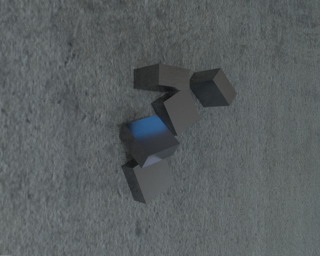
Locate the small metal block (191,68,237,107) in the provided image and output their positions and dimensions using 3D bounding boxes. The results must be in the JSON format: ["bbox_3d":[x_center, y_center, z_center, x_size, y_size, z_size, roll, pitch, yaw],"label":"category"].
[{"bbox_3d":[0.076,-0.058,0.455,0.050,0.050,0.025,50,61,-29],"label":"small metal block"}]

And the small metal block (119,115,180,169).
[{"bbox_3d":[-0.013,0.015,0.378,0.050,0.025,0.050,-19,60,-39],"label":"small metal block"}]

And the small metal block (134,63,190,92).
[{"bbox_3d":[0.002,-0.062,0.392,0.050,0.050,0.025,1,90,-40],"label":"small metal block"}]

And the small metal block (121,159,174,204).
[{"bbox_3d":[-0.015,0.060,0.395,0.050,0.025,0.050,-30,109,-36],"label":"small metal block"}]

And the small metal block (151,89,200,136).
[{"bbox_3d":[0.022,-0.024,0.426,0.050,0.025,0.050,-37,113,-34],"label":"small metal block"}]
